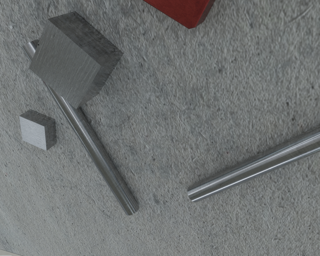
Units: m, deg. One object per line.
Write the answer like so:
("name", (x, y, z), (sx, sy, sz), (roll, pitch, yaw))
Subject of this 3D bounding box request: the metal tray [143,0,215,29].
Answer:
("metal tray", (0.002, -0.169, 0.297), (0.130, 0.030, 0.089), (34, 129, 5))

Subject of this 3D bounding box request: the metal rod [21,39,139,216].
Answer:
("metal rod", (-0.112, 0.010, 0.469), (0.025, 0.025, 0.299), (-16, 110, 34))

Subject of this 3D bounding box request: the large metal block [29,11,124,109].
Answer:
("large metal block", (-0.107, -0.085, 0.392), (0.080, 0.050, 0.080), (41, 129, -1))

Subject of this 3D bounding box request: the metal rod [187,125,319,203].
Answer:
("metal rod", (0.145, 0.026, 0.346), (0.299, 0.025, 0.025), (-34, 99, 38))

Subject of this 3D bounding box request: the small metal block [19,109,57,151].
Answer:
("small metal block", (-0.201, 0.003, 0.512), (0.050, 0.025, 0.050), (21, 126, 15))
